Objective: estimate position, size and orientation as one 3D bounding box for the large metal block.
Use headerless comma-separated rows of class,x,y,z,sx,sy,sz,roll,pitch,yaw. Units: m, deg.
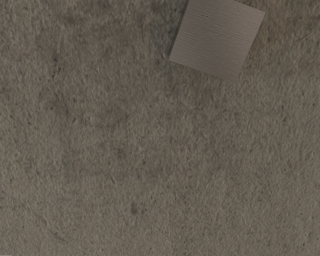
large metal block,0.060,-0.107,0.358,0.080,0.050,0.079,18,109,-7
